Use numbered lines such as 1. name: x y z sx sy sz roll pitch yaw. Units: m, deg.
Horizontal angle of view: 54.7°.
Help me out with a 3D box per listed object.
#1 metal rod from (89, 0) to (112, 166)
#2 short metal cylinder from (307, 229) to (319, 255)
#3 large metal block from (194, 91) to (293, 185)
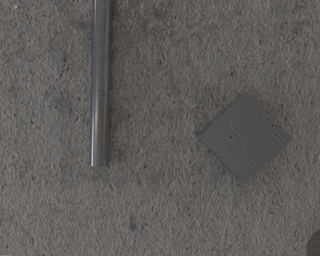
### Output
1. metal rod: -0.078 -0.100 0.409 0.025 0.025 0.298 1 90 0
2. short metal cylinder: 0.241 0.171 0.400 0.081 0.050 0.080 0 90 0
3. large metal block: 0.104 0.012 0.398 0.080 0.050 0.080 -44 90 0
